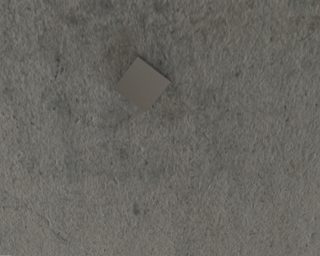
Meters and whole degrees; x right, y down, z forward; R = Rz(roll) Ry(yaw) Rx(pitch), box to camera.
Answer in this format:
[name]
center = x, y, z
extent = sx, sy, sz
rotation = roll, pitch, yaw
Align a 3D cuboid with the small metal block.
[small metal block]
center = -0.022, -0.056, 0.389
extent = 0.050, 0.025, 0.050
rotation = 36, 106, -12
